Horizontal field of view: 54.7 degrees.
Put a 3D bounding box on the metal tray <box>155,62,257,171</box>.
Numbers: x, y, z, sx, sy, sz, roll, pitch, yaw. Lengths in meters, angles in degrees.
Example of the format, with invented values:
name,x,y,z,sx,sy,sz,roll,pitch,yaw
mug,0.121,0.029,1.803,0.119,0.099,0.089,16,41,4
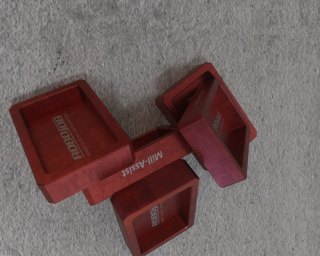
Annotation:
name,x,y,z,sx,sy,sz,roll,pitch,yaw
metal tray,0.067,-0.014,0.433,0.090,0.030,0.130,-40,103,-16

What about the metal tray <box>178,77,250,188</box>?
name,x,y,z,sx,sy,sz,roll,pitch,yaw
metal tray,0.073,-0.001,0.379,0.090,0.030,0.130,54,29,-13

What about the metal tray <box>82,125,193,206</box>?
name,x,y,z,sx,sy,sz,roll,pitch,yaw
metal tray,-0.033,0.037,0.364,0.131,0.090,0.030,-26,99,-18

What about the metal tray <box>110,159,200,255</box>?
name,x,y,z,sx,sy,sz,roll,pitch,yaw
metal tray,-0.002,0.100,0.364,0.091,0.030,0.129,-26,144,-18

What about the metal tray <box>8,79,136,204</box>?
name,x,y,z,sx,sy,sz,roll,pitch,yaw
metal tray,-0.095,0.005,0.325,0.091,0.130,0.030,-26,138,-19
